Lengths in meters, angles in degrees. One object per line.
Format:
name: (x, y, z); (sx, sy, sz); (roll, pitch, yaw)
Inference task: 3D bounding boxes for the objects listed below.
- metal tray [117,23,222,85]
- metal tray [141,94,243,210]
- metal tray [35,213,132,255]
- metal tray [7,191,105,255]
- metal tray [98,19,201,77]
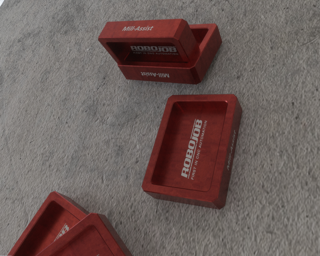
metal tray: (0.013, -0.109, 0.450); (0.130, 0.030, 0.090); (10, 58, 33)
metal tray: (0.040, 0.022, 0.365); (0.090, 0.030, 0.130); (3, 63, 29)
metal tray: (-0.091, 0.163, 0.319); (0.130, 0.030, 0.090); (-38, 71, -7)
metal tray: (-0.135, 0.154, 0.376); (0.090, 0.030, 0.130); (22, 73, 36)
metal tray: (-0.010, -0.106, 0.432); (0.130, 0.090, 0.030); (10, 67, 32)
